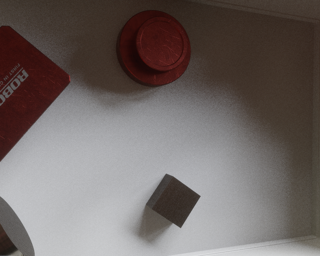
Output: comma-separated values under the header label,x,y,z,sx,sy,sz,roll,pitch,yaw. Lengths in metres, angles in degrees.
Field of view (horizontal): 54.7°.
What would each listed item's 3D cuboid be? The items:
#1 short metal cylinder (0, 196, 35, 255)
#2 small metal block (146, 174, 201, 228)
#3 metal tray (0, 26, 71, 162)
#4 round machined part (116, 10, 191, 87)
label,x,y,z,sx,sy,sz,roll,pitch,yaw
short metal cylinder,-0.174,0.115,0.317,0.050,0.080,0.080,-32,101,-17
small metal block,0.018,0.098,0.419,0.050,0.025,0.050,38,78,-17
metal tray,-0.176,-0.035,0.343,0.090,0.030,0.130,41,77,-16
round machined part,-0.004,-0.104,0.401,0.099,0.042,0.097,0,90,-21
